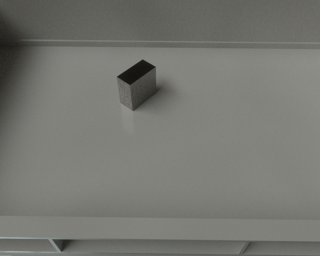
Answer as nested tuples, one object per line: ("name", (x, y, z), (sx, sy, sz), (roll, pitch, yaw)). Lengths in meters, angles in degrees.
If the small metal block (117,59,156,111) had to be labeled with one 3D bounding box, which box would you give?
("small metal block", (-0.032, -0.061, 0.440), (0.025, 0.050, 0.050), (34, 58, 25))
